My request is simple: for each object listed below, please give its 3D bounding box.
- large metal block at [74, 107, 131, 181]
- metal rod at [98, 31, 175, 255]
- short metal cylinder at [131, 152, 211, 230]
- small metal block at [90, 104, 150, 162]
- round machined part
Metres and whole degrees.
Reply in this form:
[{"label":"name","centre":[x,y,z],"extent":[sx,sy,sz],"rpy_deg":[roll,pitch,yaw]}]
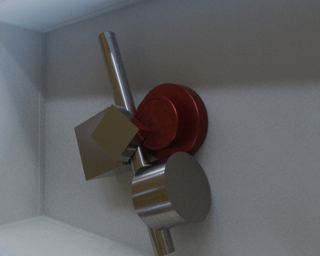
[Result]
[{"label":"large metal block","centre":[-0.070,0.023,0.441],"extent":[0.080,0.050,0.080],"rpy_deg":[-26,74,37]},{"label":"metal rod","centre":[-0.035,0.010,0.404],"extent":[0.025,0.025,0.299],"rpy_deg":[-26,74,37]},{"label":"short metal cylinder","centre":[0.014,0.073,0.356],"extent":[0.050,0.081,0.080],"rpy_deg":[-26,74,37]},{"label":"small metal block","centre":[-0.049,0.007,0.381],"extent":[0.050,0.025,0.050],"rpy_deg":[42,104,24]},{"label":"round machined part","centre":[0.007,-0.007,0.386],"extent":[0.098,0.042,0.097],"rpy_deg":[0,90,39]}]
